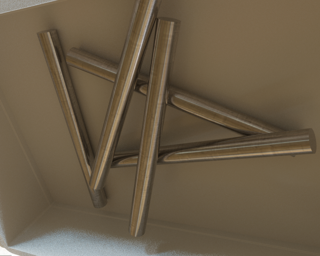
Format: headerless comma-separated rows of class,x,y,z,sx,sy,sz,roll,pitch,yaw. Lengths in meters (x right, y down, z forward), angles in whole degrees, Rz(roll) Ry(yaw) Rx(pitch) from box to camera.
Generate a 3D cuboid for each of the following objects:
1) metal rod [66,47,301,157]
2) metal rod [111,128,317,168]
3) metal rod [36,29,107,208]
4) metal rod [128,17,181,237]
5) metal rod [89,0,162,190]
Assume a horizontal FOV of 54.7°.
metal rod,0.018,-0.037,0.376,0.301,0.025,0.025,23,127,13
metal rod,0.031,0.032,0.391,0.300,0.025,0.025,-10,114,39
metal rod,-0.128,0.003,0.477,0.025,0.025,0.298,5,121,26
metal rod,-0.012,0.020,0.384,0.025,0.025,0.298,19,119,17
metal rod,-0.052,-0.024,0.387,0.025,0.025,0.298,29,128,9
